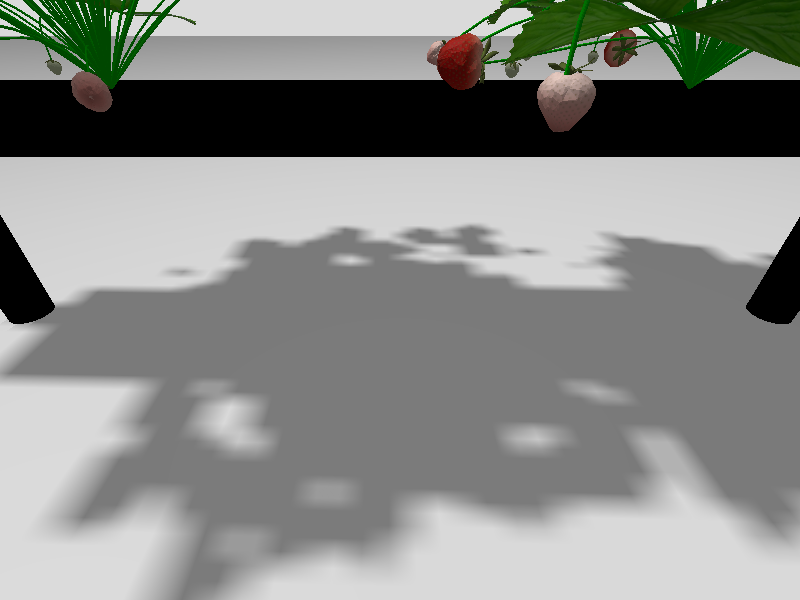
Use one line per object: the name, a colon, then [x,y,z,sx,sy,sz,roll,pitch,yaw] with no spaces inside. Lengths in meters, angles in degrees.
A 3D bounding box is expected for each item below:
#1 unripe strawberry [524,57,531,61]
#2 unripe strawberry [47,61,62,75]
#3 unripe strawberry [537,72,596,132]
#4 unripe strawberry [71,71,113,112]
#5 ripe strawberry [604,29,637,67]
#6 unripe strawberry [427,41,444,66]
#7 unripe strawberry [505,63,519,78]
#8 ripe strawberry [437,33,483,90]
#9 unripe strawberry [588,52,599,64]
unripe strawberry: [0.144,-0.277,0.454,0.011,0.010,0.010,-14,37,-20]
unripe strawberry: [-0.327,-0.220,0.379,0.011,0.011,0.011,26,42,32]
unripe strawberry: [0.074,-0.090,0.182,0.021,0.025,0.025,-29,44,-35]
unripe strawberry: [-0.168,-0.113,0.218,0.017,0.020,0.019,-17,43,-23]
ripe strawberry: [0.248,-0.284,0.452,0.032,0.036,0.035,4,34,6]
unripe strawberry: [0.042,-0.273,0.446,0.028,0.025,0.026,-31,25,-37]
unripe strawberry: [0.082,-0.168,0.294,0.010,0.010,0.009,-3,35,-4]
ripe strawberry: [0.044,-0.175,0.294,0.034,0.035,0.031,-2,35,-2]
unripe strawberry: [0.196,-0.247,0.408,0.011,0.011,0.010,-7,35,-11]
